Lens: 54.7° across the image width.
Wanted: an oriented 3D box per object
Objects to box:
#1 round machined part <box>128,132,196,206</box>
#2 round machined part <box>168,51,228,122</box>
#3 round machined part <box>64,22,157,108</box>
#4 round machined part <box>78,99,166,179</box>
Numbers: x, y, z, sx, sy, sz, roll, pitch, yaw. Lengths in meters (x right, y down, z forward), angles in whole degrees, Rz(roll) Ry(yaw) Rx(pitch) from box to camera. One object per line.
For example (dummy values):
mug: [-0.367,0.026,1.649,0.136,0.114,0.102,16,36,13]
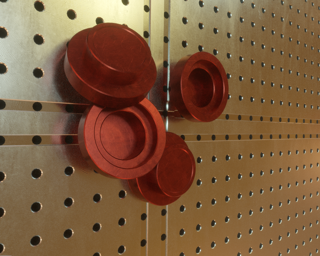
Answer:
round machined part: [0.009,0.054,0.408,0.099,0.042,0.097,0,90,-40]
round machined part: [0.051,-0.057,0.443,0.099,0.042,0.097,0,90,-40]
round machined part: [-0.048,-0.073,0.330,0.099,0.042,0.098,14,54,-20]
round machined part: [-0.046,0.009,0.353,0.099,0.042,0.097,6,79,-31]
